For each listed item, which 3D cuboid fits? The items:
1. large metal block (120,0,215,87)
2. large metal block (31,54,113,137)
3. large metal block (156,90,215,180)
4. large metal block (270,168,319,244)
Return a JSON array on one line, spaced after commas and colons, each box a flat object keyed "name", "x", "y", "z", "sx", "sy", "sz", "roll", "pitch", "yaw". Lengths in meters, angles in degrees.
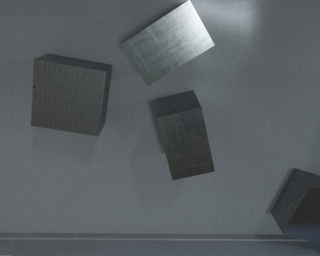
[{"name": "large metal block", "x": 0.007, "y": -0.097, "z": 0.346, "sx": 0.080, "sy": 0.080, "sz": 0.050, "roll": -30, "pitch": 108, "yaw": 10}, {"name": "large metal block", "x": -0.107, "y": -0.042, "z": 0.381, "sx": 0.081, "sy": 0.050, "sz": 0.079, "roll": 9, "pitch": 110, "yaw": -4}, {"name": "large metal block", "x": 0.029, "y": 0.006, "z": 0.385, "sx": 0.050, "sy": 0.080, "sz": 0.080, "roll": -13, "pitch": 110, "yaw": 4}, {"name": "large metal block", "x": 0.220, "y": 0.114, "z": 0.443, "sx": 0.080, "sy": 0.050, "sz": 0.079, "roll": 17, "pitch": 109, "yaw": -7}]
